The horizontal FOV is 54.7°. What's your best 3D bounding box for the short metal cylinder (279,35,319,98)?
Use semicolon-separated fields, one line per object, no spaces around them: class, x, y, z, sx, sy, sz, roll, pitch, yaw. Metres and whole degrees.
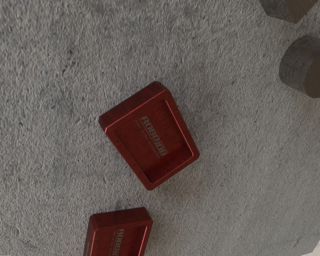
short metal cylinder;0.226;-0.091;0.458;0.081;0.050;0.079;-14;124;-21

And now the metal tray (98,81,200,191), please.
metal tray;-0.009;0.015;0.407;0.090;0.030;0.130;-34;129;-6

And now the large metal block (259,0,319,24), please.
large metal block;0.155;-0.185;0.361;0.080;0.050;0.080;-47;129;5

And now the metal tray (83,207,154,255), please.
metal tray;-0.069;0.187;0.481;0.091;0.030;0.129;0;119;-28
